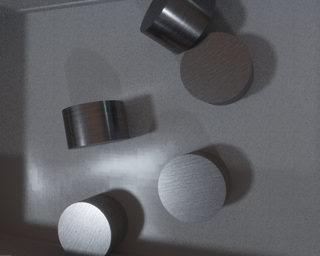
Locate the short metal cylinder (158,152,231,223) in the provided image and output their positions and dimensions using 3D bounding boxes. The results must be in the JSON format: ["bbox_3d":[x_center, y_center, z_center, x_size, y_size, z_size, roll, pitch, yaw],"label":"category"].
[{"bbox_3d":[0.044,0.070,0.381,0.080,0.050,0.079,0,90,19],"label":"short metal cylinder"}]

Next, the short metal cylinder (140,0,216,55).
[{"bbox_3d":[0.020,-0.135,0.367,0.050,0.080,0.080,28,102,-23],"label":"short metal cylinder"}]

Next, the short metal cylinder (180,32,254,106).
[{"bbox_3d":[0.070,-0.068,0.372,0.080,0.050,0.079,0,90,19],"label":"short metal cylinder"}]

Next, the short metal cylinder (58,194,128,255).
[{"bbox_3d":[-0.091,0.137,0.428,0.080,0.050,0.079,0,90,19],"label":"short metal cylinder"}]

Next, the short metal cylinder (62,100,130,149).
[{"bbox_3d":[-0.084,-0.003,0.410,0.080,0.080,0.050,-12,86,19],"label":"short metal cylinder"}]
